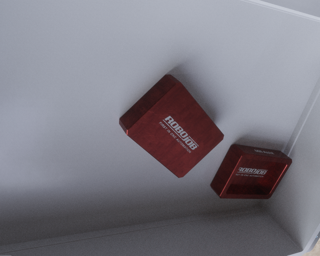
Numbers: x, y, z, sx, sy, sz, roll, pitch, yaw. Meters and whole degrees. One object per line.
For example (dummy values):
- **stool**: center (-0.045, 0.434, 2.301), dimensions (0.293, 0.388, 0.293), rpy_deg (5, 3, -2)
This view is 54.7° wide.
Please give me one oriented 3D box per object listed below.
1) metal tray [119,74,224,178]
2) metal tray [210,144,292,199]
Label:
- **metal tray**: center (0.020, 0.002, 0.418), dimensions (0.090, 0.030, 0.130), rpy_deg (-44, 129, 2)
- **metal tray**: center (0.161, 0.079, 0.542), dimensions (0.131, 0.030, 0.089), rpy_deg (9, 114, -33)
